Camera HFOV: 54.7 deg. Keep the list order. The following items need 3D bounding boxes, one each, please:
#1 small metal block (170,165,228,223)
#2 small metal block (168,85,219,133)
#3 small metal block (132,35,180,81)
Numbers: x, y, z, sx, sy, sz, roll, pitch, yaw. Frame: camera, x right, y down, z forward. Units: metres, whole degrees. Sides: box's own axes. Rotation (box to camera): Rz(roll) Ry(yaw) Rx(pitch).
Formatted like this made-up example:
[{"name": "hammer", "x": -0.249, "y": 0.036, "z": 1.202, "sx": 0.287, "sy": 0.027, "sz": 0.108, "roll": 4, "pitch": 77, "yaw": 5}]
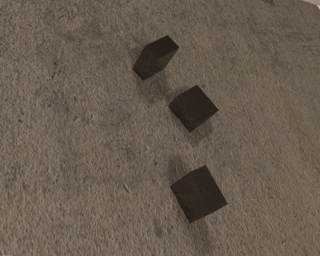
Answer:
[{"name": "small metal block", "x": 0.044, "y": 0.079, "z": 0.365, "sx": 0.025, "sy": 0.050, "sz": 0.050, "roll": -17, "pitch": 71, "yaw": -35}, {"name": "small metal block", "x": 0.049, "y": -0.029, "z": 0.450, "sx": 0.050, "sy": 0.025, "sz": 0.050, "roll": -33, "pitch": 81, "yaw": -38}, {"name": "small metal block", "x": -0.006, "y": -0.101, "z": 0.448, "sx": 0.025, "sy": 0.050, "sz": 0.050, "roll": 48, "pitch": 51, "yaw": 5}]
